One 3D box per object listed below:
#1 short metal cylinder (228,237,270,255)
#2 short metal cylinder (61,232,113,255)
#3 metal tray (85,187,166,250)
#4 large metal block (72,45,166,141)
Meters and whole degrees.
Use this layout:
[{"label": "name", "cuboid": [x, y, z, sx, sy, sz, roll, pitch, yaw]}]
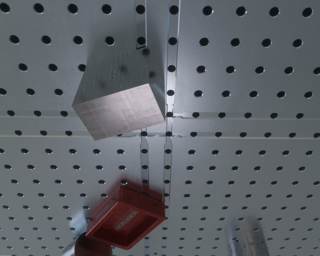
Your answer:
[{"label": "short metal cylinder", "cuboid": [0.180, 0.264, 0.622, 0.081, 0.050, 0.079, 0, 130, 0]}, {"label": "short metal cylinder", "cuboid": [-0.136, 0.242, 0.580, 0.080, 0.080, 0.050, 32, 123, -25]}, {"label": "metal tray", "cuboid": [-0.062, 0.164, 0.546, 0.090, 0.030, 0.129, 27, 125, -21]}, {"label": "large metal block", "cuboid": [-0.041, -0.040, 0.341, 0.080, 0.080, 0.050, -15, 129, 12]}]
